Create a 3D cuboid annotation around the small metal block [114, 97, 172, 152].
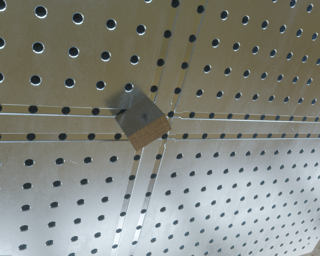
[{"bbox_3d":[-0.021,-0.006,0.379,0.050,0.050,0.025,-32,129,-7],"label":"small metal block"}]
